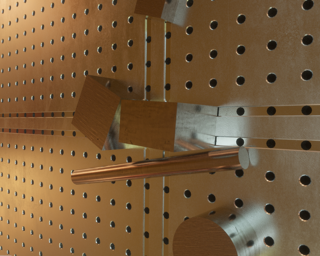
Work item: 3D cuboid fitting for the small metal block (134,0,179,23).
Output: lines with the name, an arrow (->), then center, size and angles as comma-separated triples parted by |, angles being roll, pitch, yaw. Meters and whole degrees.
small metal block -> -0.003, -0.171, 0.410 | 0.050, 0.025, 0.050 | 25, 106, 36

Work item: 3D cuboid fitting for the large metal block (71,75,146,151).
large metal block -> -0.076, -0.023, 0.454 | 0.080, 0.050, 0.079 | 35, 111, 34

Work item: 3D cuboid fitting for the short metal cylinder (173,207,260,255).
short metal cylinder -> 0.061, 0.133, 0.341 | 0.080, 0.050, 0.079 | 0, 90, 39

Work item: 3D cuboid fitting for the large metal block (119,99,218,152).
large metal block -> 0.010, -0.005, 0.363 | 0.080, 0.081, 0.050 | 7, 95, 39

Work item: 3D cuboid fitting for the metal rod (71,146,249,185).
metal rod -> -0.024, 0.057, 0.426 | 0.300, 0.025, 0.025 | -13, 82, 39
